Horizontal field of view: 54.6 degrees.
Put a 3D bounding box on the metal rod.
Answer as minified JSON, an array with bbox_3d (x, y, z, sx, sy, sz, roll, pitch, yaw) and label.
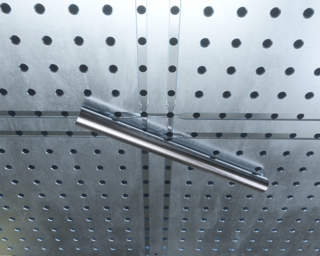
[{"bbox_3d":[0.029,0.037,0.443,0.302,0.025,0.025,22,127,-18],"label":"metal rod"}]
